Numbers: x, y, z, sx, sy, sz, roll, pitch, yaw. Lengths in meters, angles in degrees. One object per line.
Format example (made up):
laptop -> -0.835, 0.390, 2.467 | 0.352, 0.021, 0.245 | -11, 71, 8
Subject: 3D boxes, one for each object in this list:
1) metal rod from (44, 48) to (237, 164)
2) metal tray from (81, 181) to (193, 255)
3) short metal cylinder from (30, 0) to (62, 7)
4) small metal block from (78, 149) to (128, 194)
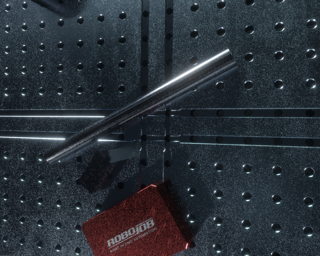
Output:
metal rod -> -0.038, -0.022, 0.425 | 0.300, 0.025, 0.025 | -27, 81, 17
metal tray -> -0.033, 0.141, 0.421 | 0.130, 0.030, 0.090 | -32, 80, 16
short metal cylinder -> -0.182, -0.230, 0.462 | 0.080, 0.050, 0.079 | 0, 90, 19
small metal block -> -0.077, 0.058, 0.425 | 0.025, 0.050, 0.050 | 36, 101, 16
